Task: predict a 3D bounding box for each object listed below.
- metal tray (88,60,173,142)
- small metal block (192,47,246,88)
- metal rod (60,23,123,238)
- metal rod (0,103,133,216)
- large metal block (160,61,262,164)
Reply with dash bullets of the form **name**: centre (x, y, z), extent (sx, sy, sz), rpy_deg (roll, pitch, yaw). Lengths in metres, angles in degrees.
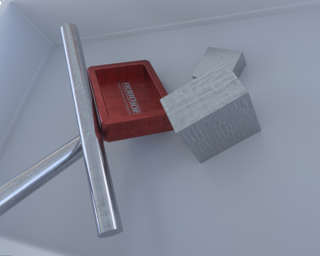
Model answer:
- **metal tray**: centre (-0.041, -0.042, 0.411), extent (0.091, 0.030, 0.130), rpy_deg (-10, 43, -15)
- **small metal block**: centre (0.079, -0.077, 0.411), extent (0.050, 0.025, 0.050), rpy_deg (19, 71, 35)
- **metal rod**: centre (-0.090, -0.020, 0.377), extent (0.025, 0.025, 0.299), rpy_deg (-26, 60, 12)
- **metal rod**: centre (-0.124, 0.044, 0.350), extent (0.025, 0.025, 0.302), rpy_deg (18, 42, 35)
- **large metal block**: centre (0.059, -0.014, 0.348), extent (0.080, 0.080, 0.050), rpy_deg (-30, 52, 8)
